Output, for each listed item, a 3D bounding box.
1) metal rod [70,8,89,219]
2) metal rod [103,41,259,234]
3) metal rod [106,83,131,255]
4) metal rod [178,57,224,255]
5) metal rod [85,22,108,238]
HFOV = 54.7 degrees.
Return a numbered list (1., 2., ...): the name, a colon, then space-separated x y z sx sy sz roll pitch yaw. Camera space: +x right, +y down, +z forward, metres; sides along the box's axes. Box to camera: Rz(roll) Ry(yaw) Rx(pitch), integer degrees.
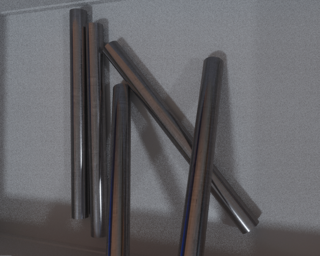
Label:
1. metal rod: -0.117 -0.020 0.450 0.025 0.025 0.298 -1 90 19
2. metal rod: 0.020 0.003 0.402 0.025 0.025 0.299 -41 78 15
3. metal rod: -0.047 0.075 0.356 0.025 0.025 0.299 -14 58 19
4. metal rod: 0.043 0.054 0.330 0.025 0.025 0.299 2 66 19
5. metal rod: -0.089 0.003 0.440 0.025 0.025 0.298 -2 89 19
